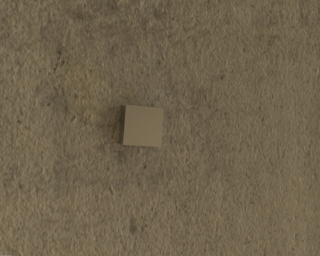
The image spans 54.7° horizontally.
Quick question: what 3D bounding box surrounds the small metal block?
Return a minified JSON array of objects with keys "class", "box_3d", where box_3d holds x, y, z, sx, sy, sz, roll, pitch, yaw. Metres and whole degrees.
[{"class":"small metal block","box_3d":[-0.024,-0.002,0.401,0.050,0.025,0.050,5,89,-20]}]
